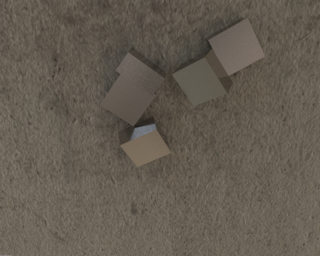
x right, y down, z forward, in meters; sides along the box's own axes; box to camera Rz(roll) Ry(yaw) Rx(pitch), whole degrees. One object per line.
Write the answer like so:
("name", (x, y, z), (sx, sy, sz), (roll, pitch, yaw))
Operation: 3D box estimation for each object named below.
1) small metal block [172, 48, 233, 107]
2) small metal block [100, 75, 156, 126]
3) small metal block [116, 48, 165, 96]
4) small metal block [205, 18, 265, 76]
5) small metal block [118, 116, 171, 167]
("small metal block", (0.052, -0.060, 0.376), (0.050, 0.025, 0.050), (-21, 113, 41))
("small metal block", (-0.040, -0.039, 0.395), (0.050, 0.025, 0.050), (33, 106, -12))
("small metal block", (-0.022, -0.068, 0.371), (0.050, 0.050, 0.025), (34, 106, -12))
("small metal block", (0.090, -0.098, 0.375), (0.050, 0.025, 0.050), (-28, 108, 9))
("small metal block", (-0.020, 0.019, 0.407), (0.050, 0.025, 0.050), (-24, 133, 8))
